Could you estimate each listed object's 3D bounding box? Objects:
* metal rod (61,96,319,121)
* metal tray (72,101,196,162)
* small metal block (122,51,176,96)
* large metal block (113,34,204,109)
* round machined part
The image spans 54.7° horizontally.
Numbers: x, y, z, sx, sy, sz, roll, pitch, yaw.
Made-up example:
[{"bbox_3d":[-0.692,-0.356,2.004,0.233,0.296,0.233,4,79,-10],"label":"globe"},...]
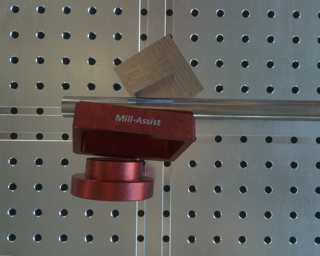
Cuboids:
[{"bbox_3d":[0.039,-0.022,0.364,0.302,0.025,0.025,1,90,-1],"label":"metal rod"},{"bbox_3d":[-0.034,0.009,0.365,0.131,0.090,0.030,6,66,-13],"label":"metal tray"},{"bbox_3d":[-0.012,-0.059,0.351,0.050,0.050,0.025,-27,91,0],"label":"small metal block"},{"bbox_3d":[-0.002,-0.060,0.401,0.080,0.050,0.080,-32,90,0],"label":"large metal block"},{"bbox_3d":[-0.056,0.059,0.376,0.099,0.098,0.042,4,87,-1],"label":"round machined part"}]
